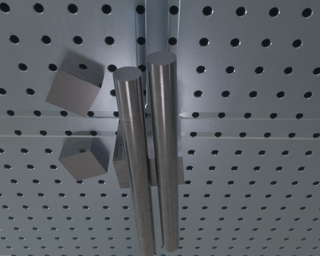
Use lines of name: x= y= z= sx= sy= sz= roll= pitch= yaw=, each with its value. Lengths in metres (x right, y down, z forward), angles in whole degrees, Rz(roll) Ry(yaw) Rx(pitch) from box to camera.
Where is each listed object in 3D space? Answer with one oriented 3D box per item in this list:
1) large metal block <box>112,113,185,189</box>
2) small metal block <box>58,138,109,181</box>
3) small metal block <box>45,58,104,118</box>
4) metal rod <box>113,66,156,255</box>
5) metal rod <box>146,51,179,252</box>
large metal block: x=-0.012 y=0.028 z=0.400 sx=0.080 sy=0.080 sz=0.050 roll=-4 pitch=130 yaw=3
small metal block: x=-0.110 y=0.047 z=0.451 sx=0.050 sy=0.025 sz=0.050 roll=-16 pitch=129 yaw=13
small metal block: x=-0.102 y=-0.047 z=0.371 sx=0.050 sy=0.025 sz=0.050 roll=24 pitch=126 yaw=-19
metal rod: x=-0.023 y=0.066 z=0.362 sx=0.025 sy=0.025 sz=0.298 roll=-2 pitch=130 yaw=1
metal rod: x=0.008 y=0.055 z=0.353 sx=0.025 sy=0.025 sz=0.298 roll=-2 pitch=130 yaw=2
